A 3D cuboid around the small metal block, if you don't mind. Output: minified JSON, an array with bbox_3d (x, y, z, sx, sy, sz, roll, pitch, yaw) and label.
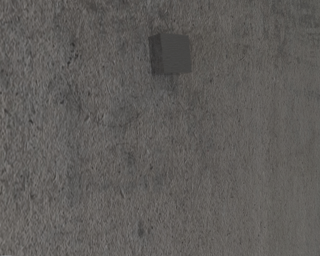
[{"bbox_3d":[0.014,-0.098,0.415,0.050,0.025,0.050,-10,96,-39],"label":"small metal block"}]
